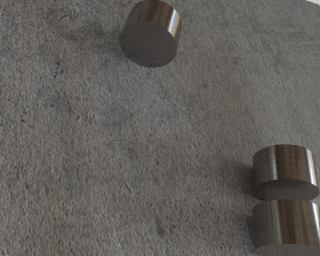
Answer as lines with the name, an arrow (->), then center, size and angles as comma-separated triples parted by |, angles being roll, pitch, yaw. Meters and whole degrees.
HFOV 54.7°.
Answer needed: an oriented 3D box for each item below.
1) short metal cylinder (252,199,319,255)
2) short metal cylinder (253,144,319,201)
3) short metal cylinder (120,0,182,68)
short metal cylinder -> 0.155, 0.125, 0.375 | 0.081, 0.080, 0.050 | 19, 55, -18
short metal cylinder -> 0.168, 0.064, 0.419 | 0.080, 0.080, 0.050 | 21, 54, -16
short metal cylinder -> -0.012, -0.133, 0.443 | 0.080, 0.080, 0.050 | 23, 53, -14
